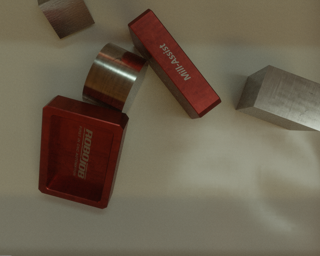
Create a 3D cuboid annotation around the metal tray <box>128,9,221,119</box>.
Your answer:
[{"bbox_3d":[0.016,-0.071,0.379,0.030,0.090,0.130,-38,91,0],"label":"metal tray"}]

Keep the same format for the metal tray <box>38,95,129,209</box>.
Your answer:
[{"bbox_3d":[-0.095,0.033,0.377,0.091,0.030,0.129,15,120,-1],"label":"metal tray"}]

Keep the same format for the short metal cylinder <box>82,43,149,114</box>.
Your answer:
[{"bbox_3d":[-0.054,-0.058,0.383,0.050,0.080,0.080,25,90,-1],"label":"short metal cylinder"}]

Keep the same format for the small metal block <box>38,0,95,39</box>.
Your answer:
[{"bbox_3d":[-0.119,-0.150,0.395,0.050,0.050,0.025,-25,51,0],"label":"small metal block"}]

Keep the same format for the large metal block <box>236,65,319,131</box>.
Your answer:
[{"bbox_3d":[0.151,-0.034,0.386,0.080,0.080,0.050,20,90,-1],"label":"large metal block"}]
